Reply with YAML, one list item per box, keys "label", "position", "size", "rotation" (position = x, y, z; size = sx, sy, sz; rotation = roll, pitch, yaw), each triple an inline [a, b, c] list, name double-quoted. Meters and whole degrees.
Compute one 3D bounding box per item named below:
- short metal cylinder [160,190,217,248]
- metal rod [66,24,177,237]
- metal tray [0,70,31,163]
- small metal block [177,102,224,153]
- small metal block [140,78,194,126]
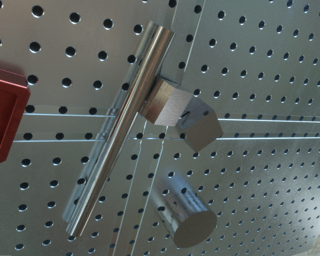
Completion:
- label: "short metal cylinder"
  position: [0.047, 0.152, 0.517]
  size: [0.081, 0.050, 0.079]
  rotation: [-14, 124, -21]
- label: "metal rod"
  position: [-0.056, 0.016, 0.391]
  size: [0.025, 0.025, 0.298]
  rotation: [14, 111, -35]
- label: "metal tray"
  position: [-0.201, -0.020, 0.285]
  size: [0.131, 0.030, 0.089]
  rotation: [15, 110, -35]
- label: "small metal block"
  position: [0.058, 0.000, 0.445]
  size: [0.050, 0.025, 0.050]
  rotation: [-35, 129, -6]
- label: "small metal block"
  position: [0.009, -0.031, 0.387]
  size: [0.050, 0.025, 0.050]
  rotation: [5, 119, -58]
